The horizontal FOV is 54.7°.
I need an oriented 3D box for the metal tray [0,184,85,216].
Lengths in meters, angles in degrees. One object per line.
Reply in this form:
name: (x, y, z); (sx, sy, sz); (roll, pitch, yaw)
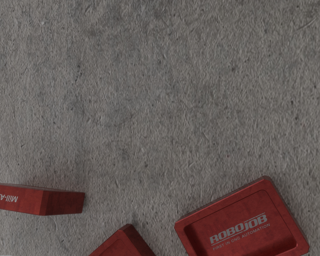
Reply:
metal tray: (-0.186, 0.098, 0.437); (0.130, 0.090, 0.030); (2, 78, 20)

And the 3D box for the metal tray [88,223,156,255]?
metal tray: (-0.064, 0.208, 0.428); (0.130, 0.030, 0.090); (-44, 77, 14)

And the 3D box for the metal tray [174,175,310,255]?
metal tray: (0.094, 0.126, 0.372); (0.130, 0.030, 0.090); (-32, 80, 17)
